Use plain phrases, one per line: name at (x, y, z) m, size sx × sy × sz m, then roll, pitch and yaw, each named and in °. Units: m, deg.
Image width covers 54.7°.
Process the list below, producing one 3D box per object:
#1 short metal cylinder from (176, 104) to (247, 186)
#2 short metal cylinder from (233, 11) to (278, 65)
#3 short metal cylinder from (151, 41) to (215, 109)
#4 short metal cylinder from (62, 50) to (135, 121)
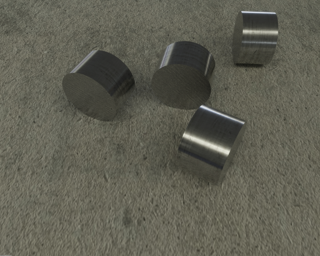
short metal cylinder at (0.059, 0.019, 0.352) m, size 0.050 × 0.080 × 0.080 m, roll 24°, pitch 54°, yaw 19°
short metal cylinder at (0.147, -0.141, 0.487) m, size 0.050 × 0.080 × 0.080 m, roll 3°, pitch 50°, yaw 2°
short metal cylinder at (0.033, -0.072, 0.428) m, size 0.080 × 0.080 × 0.050 m, roll 10°, pitch 51°, yaw 8°
short metal cylinder at (-0.081, -0.056, 0.414) m, size 0.080 × 0.080 × 0.050 m, roll 20°, pitch 53°, yaw 16°
